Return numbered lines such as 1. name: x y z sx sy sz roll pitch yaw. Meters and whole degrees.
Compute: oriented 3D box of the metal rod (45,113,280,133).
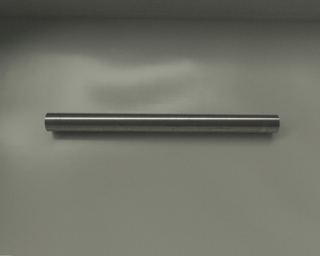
1. metal rod: 0.003 -0.007 0.410 0.302 0.025 0.025 0 70 -1
